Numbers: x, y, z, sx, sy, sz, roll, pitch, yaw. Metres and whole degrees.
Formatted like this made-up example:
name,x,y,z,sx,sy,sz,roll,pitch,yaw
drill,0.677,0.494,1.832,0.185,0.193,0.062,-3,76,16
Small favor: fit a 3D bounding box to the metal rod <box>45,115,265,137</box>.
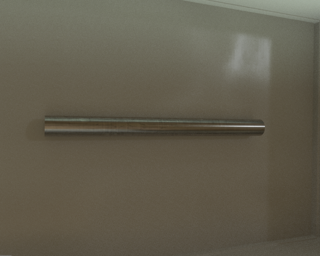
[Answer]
name,x,y,z,sx,sy,sz,roll,pitch,yaw
metal rod,0.008,-0.001,0.412,0.303,0.025,0.025,0,90,-21
